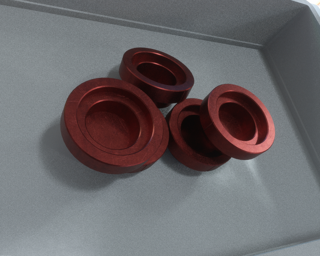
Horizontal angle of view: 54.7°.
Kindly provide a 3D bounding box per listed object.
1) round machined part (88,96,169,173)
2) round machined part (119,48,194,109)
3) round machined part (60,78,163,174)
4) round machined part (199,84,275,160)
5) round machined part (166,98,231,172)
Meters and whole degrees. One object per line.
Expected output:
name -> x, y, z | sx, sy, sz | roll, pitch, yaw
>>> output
round machined part -> -0.042, 0.008, 0.365 | 0.099, 0.042, 0.098 | 14, 56, -21
round machined part -> -0.007, -0.063, 0.415 | 0.099, 0.042, 0.098 | 16, 38, -13
round machined part -> -0.050, 0.001, 0.312 | 0.099, 0.042, 0.098 | 14, 56, -21
round machined part -> 0.092, -0.004, 0.391 | 0.099, 0.042, 0.098 | 14, 56, -21
round machined part -> 0.048, 0.012, 0.411 | 0.099, 0.042, 0.098 | 14, 56, -21
